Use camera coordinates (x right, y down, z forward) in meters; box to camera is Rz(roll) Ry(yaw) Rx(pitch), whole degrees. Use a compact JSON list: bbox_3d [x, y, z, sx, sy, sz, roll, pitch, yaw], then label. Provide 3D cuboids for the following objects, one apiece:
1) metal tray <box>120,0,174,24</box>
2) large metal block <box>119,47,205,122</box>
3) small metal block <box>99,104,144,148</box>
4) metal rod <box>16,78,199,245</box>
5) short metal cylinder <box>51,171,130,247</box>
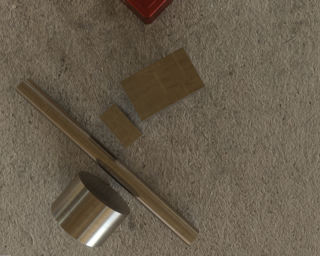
[{"bbox_3d":[-0.033,-0.214,0.406,0.130,0.030,0.090,43,90,-1],"label":"metal tray"},{"bbox_3d":[0.002,-0.049,0.383,0.080,0.080,0.050,-29,90,0],"label":"large metal block"},{"bbox_3d":[-0.048,-0.003,0.397,0.025,0.050,0.050,-42,91,0],"label":"small metal block"},{"bbox_3d":[-0.068,0.045,0.409,0.300,0.025,0.025,42,90,-1],"label":"metal rod"},{"bbox_3d":[-0.084,0.098,0.381,0.080,0.080,0.050,40,90,-1],"label":"short metal cylinder"}]
